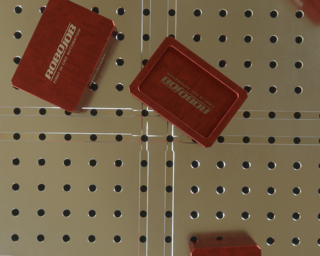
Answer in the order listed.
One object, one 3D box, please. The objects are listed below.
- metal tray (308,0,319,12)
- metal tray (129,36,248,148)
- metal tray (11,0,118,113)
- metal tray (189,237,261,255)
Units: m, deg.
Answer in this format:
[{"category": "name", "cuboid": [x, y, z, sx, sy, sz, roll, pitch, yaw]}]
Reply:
[{"category": "metal tray", "cuboid": [0.218, -0.223, 0.411, 0.130, 0.030, 0.090, 45, 90, 0]}, {"category": "metal tray", "cuboid": [0.036, -0.046, 0.410, 0.130, 0.030, 0.090, 36, 90, 0]}, {"category": "metal tray", "cuboid": [-0.124, -0.096, 0.410, 0.090, 0.030, 0.130, 25, 90, 0]}, {"category": "metal tray", "cuboid": [0.088, 0.217, 0.412, 0.090, 0.030, 0.129, -3, 90, 0]}]
